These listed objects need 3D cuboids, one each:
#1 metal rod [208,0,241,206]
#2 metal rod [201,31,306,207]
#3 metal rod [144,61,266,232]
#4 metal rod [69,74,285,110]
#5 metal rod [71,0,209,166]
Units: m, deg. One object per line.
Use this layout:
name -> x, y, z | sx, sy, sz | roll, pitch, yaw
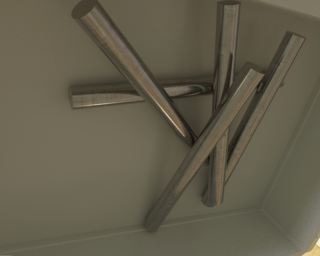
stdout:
metal rod -> 0.081, -0.010, 0.413 | 0.025, 0.025, 0.298 | -17, 126, -19
metal rod -> 0.126, 0.006, 0.458 | 0.025, 0.025, 0.298 | 1, 125, -29
metal rod -> 0.046, 0.045, 0.419 | 0.025, 0.025, 0.298 | 6, 128, -31
metal rod -> 0.040, -0.052, 0.398 | 0.303, 0.025, 0.025 | -8, 122, -24
metal rod -> 0.005, -0.025, 0.363 | 0.025, 0.025, 0.300 | -42, 139, 1
